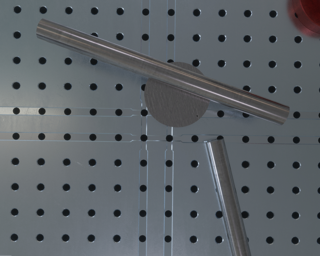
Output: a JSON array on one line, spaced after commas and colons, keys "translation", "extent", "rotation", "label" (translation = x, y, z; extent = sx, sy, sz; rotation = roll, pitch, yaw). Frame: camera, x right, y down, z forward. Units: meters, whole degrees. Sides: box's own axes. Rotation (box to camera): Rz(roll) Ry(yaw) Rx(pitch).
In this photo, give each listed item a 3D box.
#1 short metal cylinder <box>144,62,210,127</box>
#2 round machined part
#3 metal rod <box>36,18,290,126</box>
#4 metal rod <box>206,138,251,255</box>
[{"translation": [0.021, -0.041, 0.401], "extent": [0.081, 0.050, 0.080], "rotation": [0, 90, 0], "label": "short metal cylinder"}, {"translation": [0.232, -0.178, 0.406], "extent": [0.099, 0.042, 0.097], "rotation": [0, 90, 0], "label": "round machined part"}, {"translation": [0.004, -0.065, 0.363], "extent": [0.301, 0.025, 0.025], "rotation": [20, 90, 0], "label": "metal rod"}, {"translation": [0.107, 0.162, 0.414], "extent": [0.025, 0.025, 0.298], "rotation": [-13, 90, 0], "label": "metal rod"}]
